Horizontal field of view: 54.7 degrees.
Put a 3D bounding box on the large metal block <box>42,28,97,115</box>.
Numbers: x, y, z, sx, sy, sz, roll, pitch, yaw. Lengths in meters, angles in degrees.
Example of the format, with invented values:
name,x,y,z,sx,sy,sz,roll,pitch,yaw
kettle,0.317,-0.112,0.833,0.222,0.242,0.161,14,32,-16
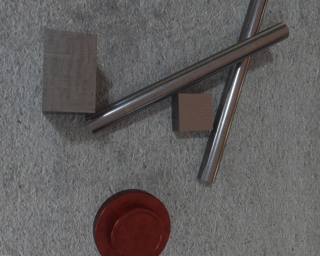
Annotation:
name,x,y,z,sx,sy,sz,roll,pitch,yaw
large metal block,-0.102,-0.056,0.342,0.050,0.080,0.079,2,90,-20

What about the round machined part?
name,x,y,z,sx,sy,sz,roll,pitch,yaw
round machined part,-0.032,0.129,0.389,0.099,0.042,0.097,0,90,-21

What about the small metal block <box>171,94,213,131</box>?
name,x,y,z,sx,sy,sz,roll,pitch,yaw
small metal block,0.044,-0.021,0.427,0.050,0.025,0.050,-2,91,-20

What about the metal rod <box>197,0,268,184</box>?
name,x,y,z,sx,sy,sz,roll,pitch,yaw
metal rod,0.109,-0.067,0.450,0.025,0.025,0.299,20,83,-19

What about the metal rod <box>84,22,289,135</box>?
name,x,y,z,sx,sy,sz,roll,pitch,yaw
metal rod,0.044,-0.071,0.410,0.302,0.025,0.025,-27,100,-12
